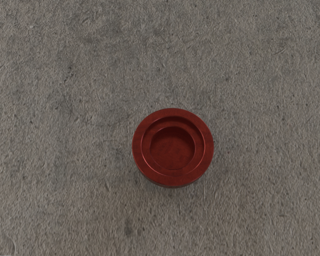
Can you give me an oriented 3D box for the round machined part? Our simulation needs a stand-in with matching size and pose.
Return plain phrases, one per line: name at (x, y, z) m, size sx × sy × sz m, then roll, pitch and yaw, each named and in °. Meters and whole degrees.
round machined part at (0.015, 0.027, 0.390) m, size 0.099 × 0.042 × 0.098 m, roll 0°, pitch 70°, yaw -1°
